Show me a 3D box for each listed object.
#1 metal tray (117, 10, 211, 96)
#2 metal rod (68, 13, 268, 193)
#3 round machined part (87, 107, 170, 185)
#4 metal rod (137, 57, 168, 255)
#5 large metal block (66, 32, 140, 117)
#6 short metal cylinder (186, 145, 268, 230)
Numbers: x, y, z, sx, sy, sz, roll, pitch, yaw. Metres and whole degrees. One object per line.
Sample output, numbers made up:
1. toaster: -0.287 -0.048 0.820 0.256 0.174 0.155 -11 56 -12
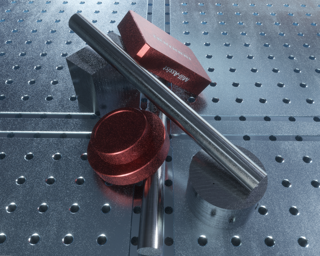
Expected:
1. metal tray: 0.008 -0.104 0.441 0.131 0.030 0.090 20 35 -41
2. metal rod: -0.007 -0.043 0.352 0.025 0.025 0.300 -36 67 -26
3. round machined part: -0.041 0.014 0.364 0.098 0.042 0.098 -11 49 13
4. metal rod: -0.004 0.007 0.401 0.025 0.025 0.300 2 50 1
5. large metal block: -0.075 -0.074 0.434 0.050 0.080 0.080 34 58 25
6. short metal cylinder: 0.070 0.063 0.340 0.081 0.050 0.080 0 50 0
